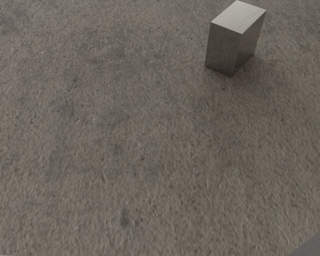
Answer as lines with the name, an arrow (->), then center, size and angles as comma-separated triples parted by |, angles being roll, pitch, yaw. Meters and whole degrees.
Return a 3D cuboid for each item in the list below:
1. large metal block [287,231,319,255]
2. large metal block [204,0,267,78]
large metal block -> 0.156, 0.139, 0.273 | 0.081, 0.050, 0.080 | -25, 55, -20
large metal block -> 0.117, -0.140, 0.487 | 0.050, 0.080, 0.080 | 30, 56, 22
